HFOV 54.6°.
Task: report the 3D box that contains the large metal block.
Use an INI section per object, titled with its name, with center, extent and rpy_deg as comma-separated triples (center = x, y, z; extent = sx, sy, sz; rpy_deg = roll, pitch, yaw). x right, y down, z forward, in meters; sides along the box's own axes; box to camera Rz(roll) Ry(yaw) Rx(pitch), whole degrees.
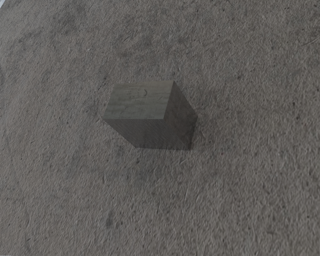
[large metal block]
center = -0.009, -0.013, 0.382
extent = 0.080, 0.080, 0.050
rpy_deg = 1, 62, 29
